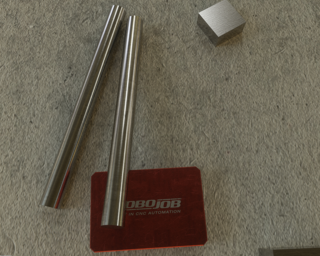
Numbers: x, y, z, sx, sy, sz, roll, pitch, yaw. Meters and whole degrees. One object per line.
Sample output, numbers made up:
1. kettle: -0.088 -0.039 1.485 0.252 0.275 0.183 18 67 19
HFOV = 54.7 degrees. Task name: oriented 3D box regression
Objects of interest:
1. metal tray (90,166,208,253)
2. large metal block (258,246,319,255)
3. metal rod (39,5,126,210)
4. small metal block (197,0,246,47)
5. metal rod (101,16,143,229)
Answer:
1. metal tray: -0.014 0.096 0.370 0.131 0.030 0.090 -3 70 -2
2. large metal block: 0.160 0.172 0.334 0.081 0.050 0.080 -2 70 -1
3. metal rod: -0.098 -0.042 0.422 0.025 0.025 0.299 13 70 4
4. small metal block: 0.092 -0.159 0.467 0.050 0.025 0.050 -31 73 -11
5. metal rod: -0.044 -0.028 0.397 0.025 0.025 0.299 2 62 0
